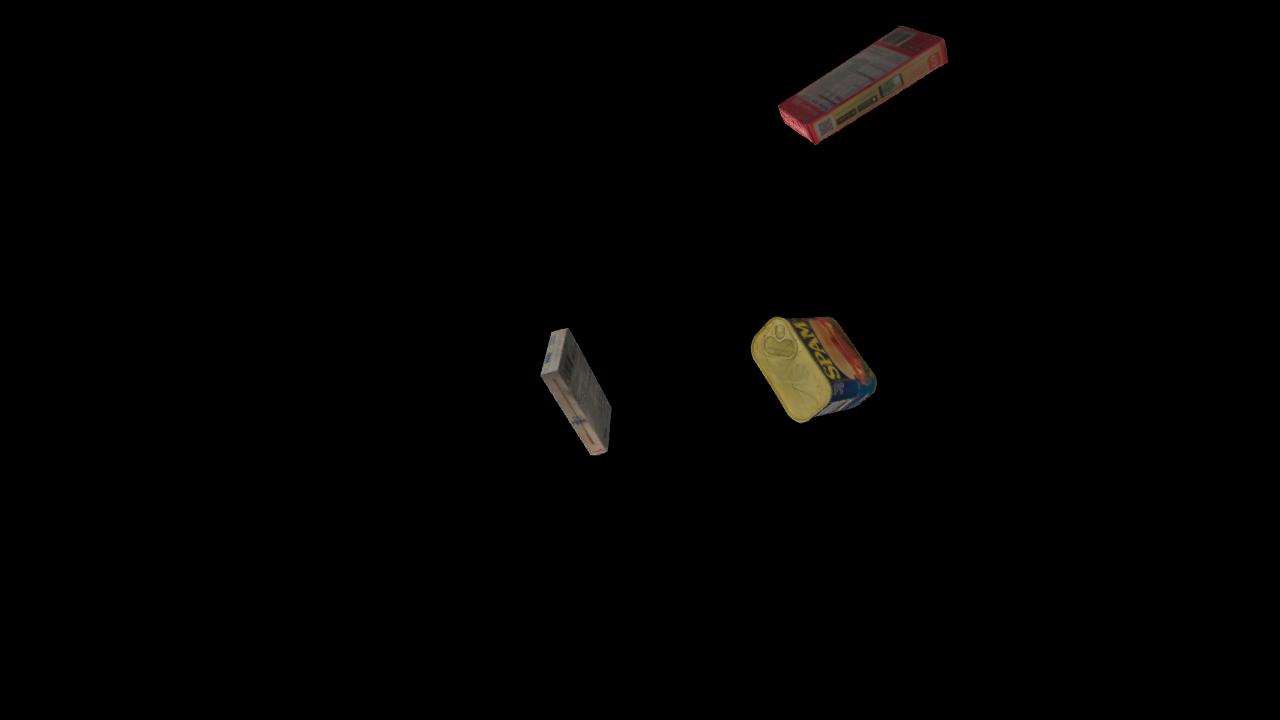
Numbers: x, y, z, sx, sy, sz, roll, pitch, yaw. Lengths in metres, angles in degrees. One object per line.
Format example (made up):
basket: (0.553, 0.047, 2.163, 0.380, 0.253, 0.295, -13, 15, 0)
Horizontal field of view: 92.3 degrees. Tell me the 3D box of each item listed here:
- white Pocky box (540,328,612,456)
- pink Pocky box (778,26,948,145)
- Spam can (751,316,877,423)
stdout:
white Pocky box: (-0.077, 0.042, 0.788, 0.028, 0.154, 0.084, -14, 39, 14)
pink Pocky box: (0.233, -0.294, 0.658, 0.155, 0.029, 0.084, -31, 37, 9)
Spam can: (0.172, 0.006, 0.608, 0.085, 0.101, 0.058, -5, -32, -39)
